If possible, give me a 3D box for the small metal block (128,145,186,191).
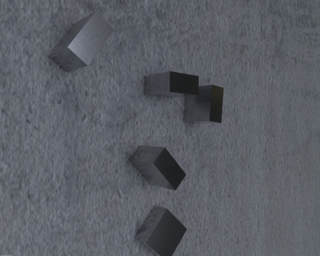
[{"bbox_3d":[-0.004,0.049,0.387,0.025,0.050,0.050,-52,121,-27],"label":"small metal block"}]

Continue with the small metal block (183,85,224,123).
[{"bbox_3d":[0.061,-0.033,0.442,0.025,0.050,0.050,8,85,-40],"label":"small metal block"}]

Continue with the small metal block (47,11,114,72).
[{"bbox_3d":[-0.082,-0.088,0.320,0.025,0.050,0.050,43,64,-32],"label":"small metal block"}]

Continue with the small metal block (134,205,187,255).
[{"bbox_3d":[0.002,0.139,0.409,0.050,0.025,0.050,51,60,-28],"label":"small metal block"}]

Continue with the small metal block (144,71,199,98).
[{"bbox_3d":[0.015,-0.055,0.403,0.050,0.050,0.025,1,90,-40],"label":"small metal block"}]
